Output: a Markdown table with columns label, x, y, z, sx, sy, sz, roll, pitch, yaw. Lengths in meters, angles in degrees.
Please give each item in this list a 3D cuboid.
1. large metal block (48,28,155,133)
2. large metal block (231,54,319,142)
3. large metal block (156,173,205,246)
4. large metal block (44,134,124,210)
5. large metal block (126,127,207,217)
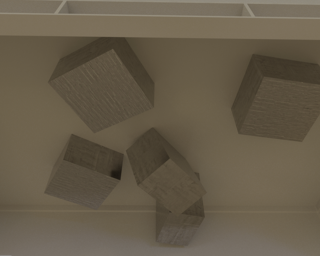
| label | x | y | z | sx | sy | sz | roll | pitch | yaw |
| --- | --- | --- | --- | --- | --- | --- | --- | --- | --- |
| large metal block | -0.061 | -0.051 | 0.349 | 0.080 | 0.050 | 0.080 | -22 | 127 | 18 |
| large metal block | 0.139 | -0.034 | 0.365 | 0.081 | 0.050 | 0.079 | 7 | 130 | -6 |
| large metal block | 0.028 | 0.122 | 0.477 | 0.050 | 0.080 | 0.079 | 11 | 130 | -9 |
| large metal block | -0.109 | 0.065 | 0.447 | 0.080 | 0.050 | 0.080 | 24 | 126 | -20 |
| large metal block | 0.006 | 0.057 | 0.414 | 0.050 | 0.080 | 0.080 | -41 | 121 | 7 |
